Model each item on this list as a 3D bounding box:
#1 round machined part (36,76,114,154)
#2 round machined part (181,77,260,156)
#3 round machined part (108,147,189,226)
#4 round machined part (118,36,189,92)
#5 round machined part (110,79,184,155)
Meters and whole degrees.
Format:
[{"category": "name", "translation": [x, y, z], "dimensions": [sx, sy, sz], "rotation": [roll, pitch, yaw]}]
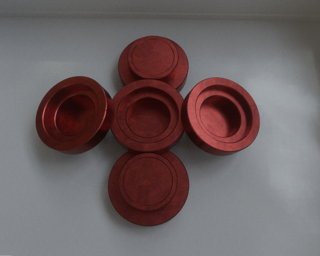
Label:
[{"category": "round machined part", "translation": [-0.103, -0.013, 0.394], "dimensions": [0.098, 0.042, 0.098], "rotation": [-6, 69, 16]}, {"category": "round machined part", "translation": [0.072, -0.011, 0.394], "dimensions": [0.099, 0.042, 0.098], "rotation": [6, 69, -16]}, {"category": "round machined part", "translation": [-0.014, 0.067, 0.374], "dimensions": [0.099, 0.042, 0.098], "rotation": [0, 70, 0]}, {"category": "round machined part", "translation": [-0.009, -0.088, 0.431], "dimensions": [0.099, 0.042, 0.098], "rotation": [0, 70, 0]}, {"category": "round machined part", "translation": [-0.015, -0.011, 0.402], "dimensions": [0.099, 0.042, 0.098], "rotation": [0, 70, 0]}]
